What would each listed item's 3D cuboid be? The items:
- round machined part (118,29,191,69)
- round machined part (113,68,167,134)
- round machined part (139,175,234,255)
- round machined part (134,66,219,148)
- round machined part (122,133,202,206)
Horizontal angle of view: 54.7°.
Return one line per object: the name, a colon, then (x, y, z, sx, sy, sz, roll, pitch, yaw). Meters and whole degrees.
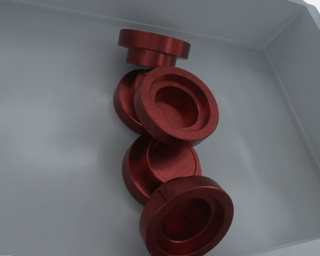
round machined part: (-0.010, -0.104, 0.429, 0.099, 0.098, 0.042, 7, 101, -25)
round machined part: (-0.009, -0.040, 0.414, 0.099, 0.042, 0.098, 14, 56, -21)
round machined part: (0.025, 0.091, 0.329, 0.099, 0.097, 0.042, 6, 21, -26)
round machined part: (0.016, -0.020, 0.360, 0.099, 0.042, 0.098, 14, 56, -21)
round machined part: (0.008, 0.046, 0.370, 0.099, 0.042, 0.098, 14, 56, -21)
